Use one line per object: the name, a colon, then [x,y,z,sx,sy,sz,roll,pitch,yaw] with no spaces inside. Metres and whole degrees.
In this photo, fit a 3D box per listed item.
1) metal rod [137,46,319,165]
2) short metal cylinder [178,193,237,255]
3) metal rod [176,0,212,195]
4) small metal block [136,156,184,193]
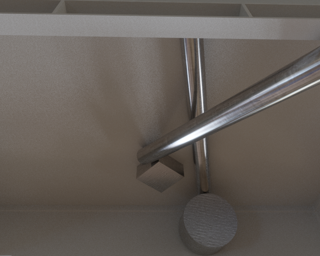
metal rod: [0.053,-0.006,0.326,0.025,0.025,0.299,26,150,-21]
short metal cylinder: [0.072,0.148,0.475,0.081,0.080,0.050,4,145,-4]
metal rod: [0.049,-0.012,0.399,0.025,0.025,0.298,-7,130,5]
small metal block: [0.000,0.066,0.465,0.050,0.025,0.050,34,122,-26]
